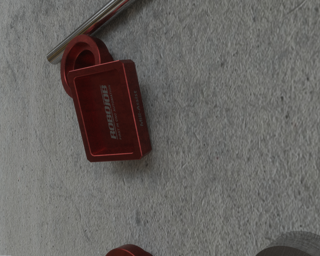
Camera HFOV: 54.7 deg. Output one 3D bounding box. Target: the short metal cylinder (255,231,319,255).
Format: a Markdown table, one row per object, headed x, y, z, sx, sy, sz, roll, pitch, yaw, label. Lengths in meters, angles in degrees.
| x | y | z | sx | sy | sz | roll | pitch | yaw | label |
| --- | --- | --- | --- | --- | --- | --- | --- | --- | --- |
| 0.128 | 0.141 | 0.282 | 0.080 | 0.050 | 0.079 | 0 | 90 | 39 | short metal cylinder |

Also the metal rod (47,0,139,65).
| x | y | z | sx | sy | sz | roll | pitch | yaw | label |
| --- | --- | --- | --- | --- | --- | --- | --- | --- | --- |
| -0.083 | -0.171 | 0.470 | 0.299 | 0.025 | 0.025 | -22 | 76 | 37 | metal rod |

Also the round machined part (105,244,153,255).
| x | y | z | sx | sy | sz | roll | pitch | yaw | label |
| --- | --- | --- | --- | --- | --- | --- | --- | --- | --- |
| -0.033 | 0.207 | 0.419 | 0.098 | 0.042 | 0.097 | 0 | 90 | 39 | round machined part |

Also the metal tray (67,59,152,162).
| x | y | z | sx | sy | sz | roll | pitch | yaw | label |
| --- | --- | --- | --- | --- | --- | --- | --- | --- | --- |
| -0.068 | -0.021 | 0.422 | 0.090 | 0.030 | 0.129 | -6 | 100 | 26 | metal tray |

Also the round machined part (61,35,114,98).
| x | y | z | sx | sy | sz | roll | pitch | yaw | label |
| --- | --- | --- | --- | --- | --- | --- | --- | --- | --- |
| -0.108 | -0.091 | 0.481 | 0.098 | 0.042 | 0.097 | 0 | 90 | 39 | round machined part |
